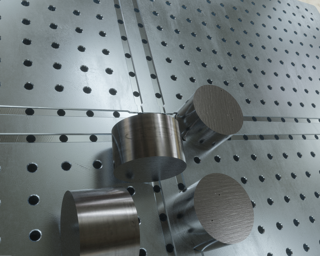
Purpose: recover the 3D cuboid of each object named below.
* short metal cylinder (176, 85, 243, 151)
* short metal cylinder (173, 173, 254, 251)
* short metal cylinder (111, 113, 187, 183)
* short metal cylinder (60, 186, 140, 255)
[{"bbox_3d":[0.070,-0.014,0.441,0.081,0.050,0.080,14,56,-21],"label":"short metal cylinder"},{"bbox_3d":[0.062,0.100,0.367,0.081,0.050,0.080,14,56,-21],"label":"short metal cylinder"},{"bbox_3d":[-0.013,0.025,0.352,0.081,0.080,0.050,7,59,-25],"label":"short metal cylinder"},{"bbox_3d":[-0.058,0.096,0.284,0.050,0.080,0.080,1,61,-28],"label":"short metal cylinder"}]
